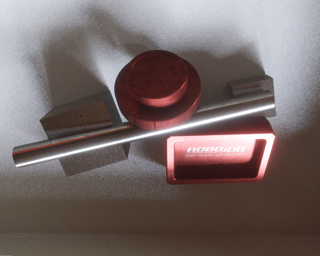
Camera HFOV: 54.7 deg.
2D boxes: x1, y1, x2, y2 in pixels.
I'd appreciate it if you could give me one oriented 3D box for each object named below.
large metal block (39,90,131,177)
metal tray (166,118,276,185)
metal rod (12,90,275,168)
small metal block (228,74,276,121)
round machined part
[{"bbox_3d":[-0.091,0.006,0.396,0.080,0.050,0.080,-17,110,5],"label":"large metal block"},{"bbox_3d":[0.073,0.032,0.405,0.131,0.030,0.089,-2,130,-1],"label":"metal tray"},{"bbox_3d":[-0.015,0.000,0.362,0.302,0.025,0.025,-13,110,-4],"label":"metal rod"},{"bbox_3d":[0.118,-0.037,0.397,0.050,0.025,0.050,-11,110,3],"label":"small metal block"},{"bbox_3d":[-0.003,-0.049,0.350,0.099,0.098,0.042,-4,151,1],"label":"round machined part"}]
